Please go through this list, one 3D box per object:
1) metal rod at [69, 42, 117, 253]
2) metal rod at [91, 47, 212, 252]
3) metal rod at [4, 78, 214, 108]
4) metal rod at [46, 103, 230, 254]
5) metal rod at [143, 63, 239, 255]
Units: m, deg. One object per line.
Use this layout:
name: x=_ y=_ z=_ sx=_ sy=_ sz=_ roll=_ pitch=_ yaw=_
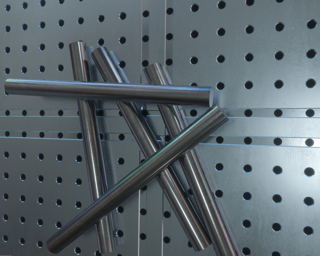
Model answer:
metal rod: x=-0.097 y=0.025 z=0.445 sx=0.025 sy=0.025 sz=0.298 roll=-10 pitch=87 yaw=19
metal rod: x=-0.016 y=0.021 z=0.417 sx=0.025 sy=0.025 sz=0.299 roll=-32 pitch=80 yaw=17
metal rod: x=-0.081 y=-0.049 z=0.413 sx=0.301 sy=0.025 sz=0.025 roll=5 pitch=92 yaw=19
metal rod: x=-0.039 y=0.073 z=0.398 sx=0.300 sy=0.025 sz=0.025 roll=-40 pitch=78 yaw=15
metal rod: x=0.044 y=0.056 z=0.396 sx=0.025 sy=0.025 sz=0.299 roll=-24 pitch=82 yaw=18
